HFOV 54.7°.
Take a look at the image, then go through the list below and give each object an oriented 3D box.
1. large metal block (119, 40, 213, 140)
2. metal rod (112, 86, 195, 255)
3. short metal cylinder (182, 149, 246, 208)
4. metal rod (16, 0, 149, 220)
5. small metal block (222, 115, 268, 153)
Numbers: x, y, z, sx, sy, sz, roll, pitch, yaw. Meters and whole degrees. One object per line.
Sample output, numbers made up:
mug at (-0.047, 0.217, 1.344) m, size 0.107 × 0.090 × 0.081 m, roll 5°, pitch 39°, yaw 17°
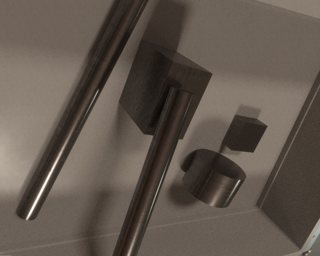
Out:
large metal block at (0.002, -0.044, 0.348) m, size 0.050 × 0.080 × 0.079 m, roll 9°, pitch 114°, yaw -33°
metal rod at (-0.026, 0.101, 0.328) m, size 0.025 × 0.025 × 0.298 m, roll 11°, pitch 105°, yaw -33°
short metal cylinder at (0.081, 0.074, 0.465) m, size 0.081 × 0.080 × 0.050 m, roll 13°, pitch 112°, yaw -34°
metal rod at (-0.091, -0.019, 0.347) m, size 0.025 × 0.025 × 0.298 m, roll 20°, pitch 108°, yaw -36°
small metal block at (0.134, 0.010, 0.491) m, size 0.050 × 0.025 × 0.050 m, roll 8°, pitch 114°, yaw -32°
